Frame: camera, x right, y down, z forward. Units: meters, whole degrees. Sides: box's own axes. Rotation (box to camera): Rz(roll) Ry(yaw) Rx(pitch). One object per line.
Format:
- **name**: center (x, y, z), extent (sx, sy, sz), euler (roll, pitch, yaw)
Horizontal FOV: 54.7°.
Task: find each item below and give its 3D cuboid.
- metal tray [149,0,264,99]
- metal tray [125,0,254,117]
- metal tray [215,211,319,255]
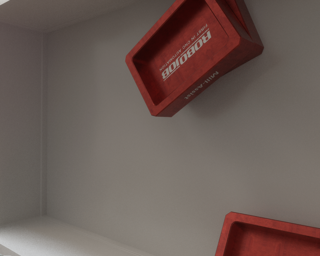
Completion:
- **metal tray**: center (0.044, -0.099, 0.367), extent (0.130, 0.030, 0.090), euler (-28, 73, 36)
- **metal tray**: center (0.025, -0.082, 0.342), extent (0.129, 0.030, 0.090), euler (-39, 66, 33)
- **metal tray**: center (0.114, 0.134, 0.281), extent (0.130, 0.030, 0.090), euler (0, 58, 40)
